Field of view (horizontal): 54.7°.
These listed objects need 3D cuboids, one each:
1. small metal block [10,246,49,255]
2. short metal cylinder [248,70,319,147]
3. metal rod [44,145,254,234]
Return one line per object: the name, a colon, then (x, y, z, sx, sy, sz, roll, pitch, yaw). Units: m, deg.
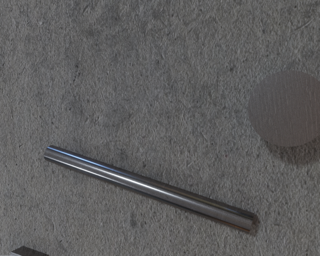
small metal block: (-0.205, 0.218, 0.479, 0.050, 0.025, 0.050, 10, 93, 19)
short metal cylinder: (0.142, -0.020, 0.346, 0.080, 0.050, 0.079, 0, 90, 19)
metal rod: (-0.028, 0.076, 0.417, 0.301, 0.025, 0.025, 16, 95, 18)
